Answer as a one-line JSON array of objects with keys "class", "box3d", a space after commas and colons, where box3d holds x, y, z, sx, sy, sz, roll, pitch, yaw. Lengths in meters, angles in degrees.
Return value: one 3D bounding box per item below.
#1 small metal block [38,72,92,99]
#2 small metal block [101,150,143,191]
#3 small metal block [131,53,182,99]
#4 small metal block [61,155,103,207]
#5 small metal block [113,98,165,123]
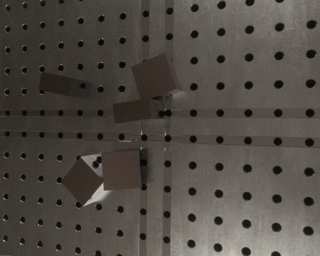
[{"class": "small metal block", "box3d": [-0.135, -0.060, 0.445, 0.050, 0.050, 0.025, 13, 95, 19]}, {"class": "small metal block", "box3d": [-0.051, 0.057, 0.422, 0.050, 0.025, 0.050, -5, 88, 1]}, {"class": "small metal block", "box3d": [-0.005, -0.065, 0.413, 0.050, 0.025, 0.050, -19, 84, 18]}, {"class": "small metal block", "box3d": [-0.106, 0.076, 0.449, 0.050, 0.025, 0.050, 44, 104, 14]}, {"class": "small metal block", "box3d": [-0.027, -0.021, 0.408, 0.050, 0.050, 0.025, -7, 88, 19]}]
